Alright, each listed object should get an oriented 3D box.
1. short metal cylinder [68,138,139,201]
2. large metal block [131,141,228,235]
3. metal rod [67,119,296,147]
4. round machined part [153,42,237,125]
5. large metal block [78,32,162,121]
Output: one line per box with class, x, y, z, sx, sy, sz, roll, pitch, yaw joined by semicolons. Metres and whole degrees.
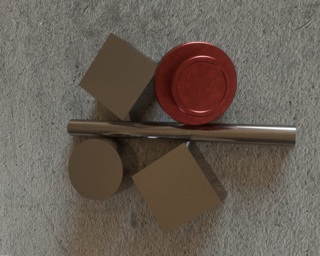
short metal cylinder;-0.076;0.054;0.422;0.080;0.050;0.079;0;90;19
large metal block;0.025;0.072;0.387;0.080;0.050;0.080;-35;79;16
metal rod;0.013;0.004;0.406;0.301;0.025;0.025;2;91;19
round machined part;0.043;-0.050;0.360;0.099;0.042;0.097;-2;105;-8
large metal block;-0.045;-0.065;0.409;0.080;0.050;0.080;38;102;15
